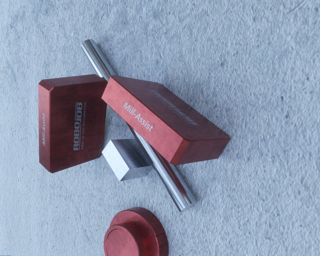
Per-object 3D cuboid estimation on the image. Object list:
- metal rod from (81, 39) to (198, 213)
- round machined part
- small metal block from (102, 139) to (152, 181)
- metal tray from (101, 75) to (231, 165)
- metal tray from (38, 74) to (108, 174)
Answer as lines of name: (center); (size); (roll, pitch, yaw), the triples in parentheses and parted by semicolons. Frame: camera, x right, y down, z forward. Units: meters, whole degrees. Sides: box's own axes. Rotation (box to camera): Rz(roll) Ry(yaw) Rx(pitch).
metal rod: (-0.040, -0.018, 0.435); (0.025, 0.025, 0.299); (-48, 62, 29)
round machined part: (-0.039, 0.162, 0.424); (0.098, 0.042, 0.097); (0, 90, 39)
small metal block: (-0.042, 0.042, 0.422); (0.025, 0.050, 0.050); (-52, 60, 27)
metal tray: (0.006, -0.012, 0.356); (0.130, 0.091, 0.030); (41, 115, 32)
metal tray: (-0.123, -0.007, 0.443); (0.030, 0.091, 0.129); (30, 122, 36)
